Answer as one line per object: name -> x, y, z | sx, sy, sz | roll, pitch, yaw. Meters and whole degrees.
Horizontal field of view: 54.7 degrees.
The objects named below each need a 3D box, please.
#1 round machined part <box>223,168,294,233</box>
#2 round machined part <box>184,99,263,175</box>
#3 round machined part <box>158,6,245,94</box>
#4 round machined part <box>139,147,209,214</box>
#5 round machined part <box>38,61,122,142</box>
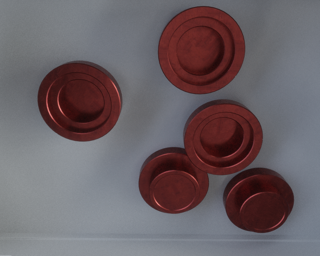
round machined part -> 0.144, 0.110, 0.444 | 0.099, 0.042, 0.097 | 0, 110, 0
round machined part -> 0.079, 0.009, 0.406 | 0.099, 0.042, 0.097 | 0, 110, 0
round machined part -> 0.047, -0.092, 0.368 | 0.099, 0.042, 0.097 | 0, 110, 0
round machined part -> 0.019, 0.079, 0.432 | 0.099, 0.042, 0.097 | 0, 110, 0
round machined part -> -0.096, -0.035, 0.388 | 0.099, 0.042, 0.097 | 0, 110, 0
